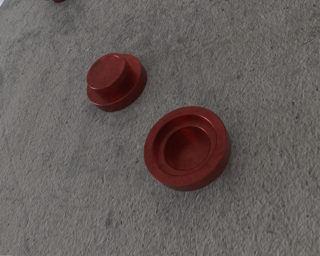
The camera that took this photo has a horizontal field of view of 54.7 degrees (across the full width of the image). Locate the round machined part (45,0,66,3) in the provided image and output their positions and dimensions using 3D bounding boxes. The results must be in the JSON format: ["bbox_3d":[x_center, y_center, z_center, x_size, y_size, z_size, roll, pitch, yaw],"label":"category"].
[{"bbox_3d":[-0.235,-0.331,0.720,0.098,0.042,0.098,-13,56,21],"label":"round machined part"}]

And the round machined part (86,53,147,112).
[{"bbox_3d":[-0.073,-0.077,0.479,0.098,0.042,0.098,-13,56,21],"label":"round machined part"}]

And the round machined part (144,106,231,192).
[{"bbox_3d":[0.034,0.027,0.359,0.098,0.042,0.098,-13,56,21],"label":"round machined part"}]
